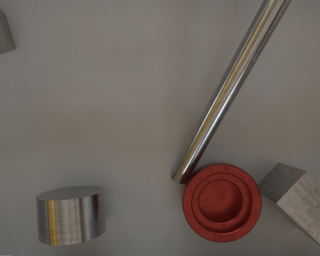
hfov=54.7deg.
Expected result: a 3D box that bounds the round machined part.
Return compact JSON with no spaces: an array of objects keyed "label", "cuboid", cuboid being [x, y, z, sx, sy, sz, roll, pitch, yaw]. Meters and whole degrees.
[{"label":"round machined part","cuboid":[0.077,0.093,0.404,0.099,0.042,0.097,0,90,-1]}]

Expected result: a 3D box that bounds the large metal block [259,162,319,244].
[{"label":"large metal block","cuboid":[0.176,0.093,0.386,0.080,0.080,0.050,43,90,-1]}]

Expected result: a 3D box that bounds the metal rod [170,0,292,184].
[{"label":"metal rod","cuboid":[0.084,-0.056,0.354,0.025,0.025,0.298,26,114,-1]}]

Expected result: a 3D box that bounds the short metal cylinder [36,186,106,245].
[{"label":"short metal cylinder","cuboid":[-0.109,0.105,0.383,0.081,0.080,0.050,-4,90,-1]}]

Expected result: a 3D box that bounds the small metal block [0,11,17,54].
[{"label":"small metal block","cuboid":[-0.227,-0.123,0.408,0.050,0.025,0.050,-18,90,-1]}]
